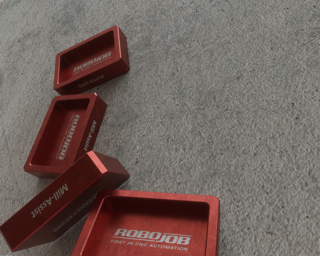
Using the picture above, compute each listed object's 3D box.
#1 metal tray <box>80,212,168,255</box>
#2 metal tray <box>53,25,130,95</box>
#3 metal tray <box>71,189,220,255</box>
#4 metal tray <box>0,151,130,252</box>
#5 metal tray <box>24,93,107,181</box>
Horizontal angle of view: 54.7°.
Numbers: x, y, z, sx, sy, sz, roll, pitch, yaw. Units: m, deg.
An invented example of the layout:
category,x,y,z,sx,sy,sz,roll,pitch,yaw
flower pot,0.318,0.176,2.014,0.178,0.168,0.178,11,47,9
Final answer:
category,x,y,z,sx,sy,sz,roll,pitch,yaw
metal tray,-0.058,0.167,0.329,0.090,0.030,0.130,25,75,36
metal tray,-0.119,-0.113,0.531,0.130,0.030,0.090,-21,54,16
metal tray,-0.010,0.107,0.301,0.131,0.030,0.090,1,39,13
metal tray,-0.104,0.084,0.362,0.130,0.090,0.030,-40,73,0
metal tray,-0.140,0.011,0.467,0.090,0.030,0.130,-1,61,27
